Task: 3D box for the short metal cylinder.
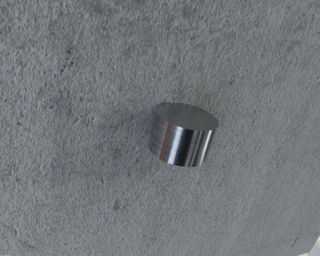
[{"bbox_3d":[0.029,0.006,0.394,0.081,0.080,0.050,-1,119,-28],"label":"short metal cylinder"}]
